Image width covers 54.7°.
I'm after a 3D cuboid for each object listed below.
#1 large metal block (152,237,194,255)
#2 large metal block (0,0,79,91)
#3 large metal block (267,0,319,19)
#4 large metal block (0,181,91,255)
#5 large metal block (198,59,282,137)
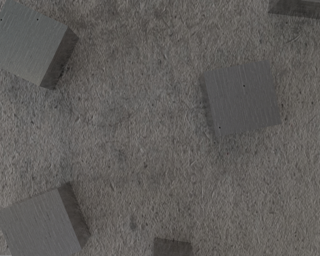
[{"bbox_3d":[0.011,0.192,0.383,0.050,0.080,0.080,9,90,0],"label":"large metal block"},{"bbox_3d":[-0.164,-0.103,0.396,0.080,0.050,0.080,25,90,0],"label":"large metal block"},{"bbox_3d":[0.192,-0.192,0.399,0.080,0.050,0.080,7,90,0],"label":"large metal block"},{"bbox_3d":[-0.146,0.124,0.396,0.080,0.050,0.080,-22,90,0],"label":"large metal block"},{"bbox_3d":[0.100,-0.036,0.398,0.080,0.050,0.080,-11,90,0],"label":"large metal block"}]
